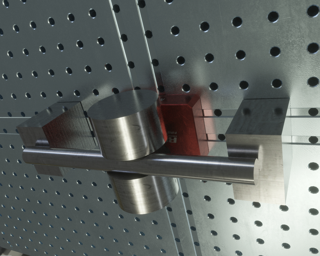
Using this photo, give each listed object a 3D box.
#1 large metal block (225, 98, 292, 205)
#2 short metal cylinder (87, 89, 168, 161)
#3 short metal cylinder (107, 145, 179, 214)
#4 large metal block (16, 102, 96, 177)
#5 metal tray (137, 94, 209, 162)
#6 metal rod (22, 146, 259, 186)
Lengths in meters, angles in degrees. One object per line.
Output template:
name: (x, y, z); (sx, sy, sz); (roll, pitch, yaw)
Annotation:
large metal block: (0.109, 0.022, 0.330); (0.050, 0.080, 0.080); (1, 119, 28)
short metal cylinder: (-0.036, -0.006, 0.352); (0.080, 0.080, 0.050); (1, 119, 28)
short metal cylinder: (-0.021, 0.060, 0.385); (0.080, 0.080, 0.050); (1, 119, 28)
large metal block: (-0.151, 0.014, 0.463); (0.050, 0.080, 0.080); (1, 119, 28)
metal tray: (-0.007, 0.004, 0.414); (0.130, 0.030, 0.089); (1, 119, 27)
metal rod: (-0.044, 0.039, 0.354); (0.300, 0.025, 0.025); (1, 119, 27)
